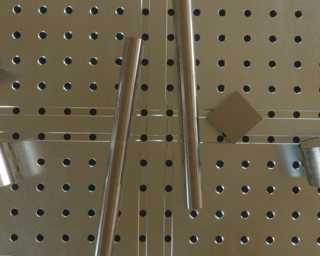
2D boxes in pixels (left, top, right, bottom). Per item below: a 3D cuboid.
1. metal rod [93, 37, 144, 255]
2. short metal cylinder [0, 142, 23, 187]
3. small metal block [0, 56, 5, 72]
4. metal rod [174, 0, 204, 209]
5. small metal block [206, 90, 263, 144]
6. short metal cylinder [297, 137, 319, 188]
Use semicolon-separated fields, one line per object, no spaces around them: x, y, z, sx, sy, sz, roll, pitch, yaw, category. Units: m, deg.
-0.055;0.030;0.412;0.025;0.025;0.298;8;90;0;metal rod
-0.219;0.052;0.384;0.080;0.080;0.050;-17;90;0;short metal cylinder
-0.241;-0.083;0.399;0.050;0.050;0.025;-18;90;0;small metal block
0.038;-0.044;0.413;0.025;0.025;0.298;-3;90;0;metal rod
0.098;-0.014;0.414;0.050;0.025;0.050;-42;90;0;small metal block
0.221;0.038;0.388;0.080;0.080;0.050;-15;90;0;short metal cylinder
